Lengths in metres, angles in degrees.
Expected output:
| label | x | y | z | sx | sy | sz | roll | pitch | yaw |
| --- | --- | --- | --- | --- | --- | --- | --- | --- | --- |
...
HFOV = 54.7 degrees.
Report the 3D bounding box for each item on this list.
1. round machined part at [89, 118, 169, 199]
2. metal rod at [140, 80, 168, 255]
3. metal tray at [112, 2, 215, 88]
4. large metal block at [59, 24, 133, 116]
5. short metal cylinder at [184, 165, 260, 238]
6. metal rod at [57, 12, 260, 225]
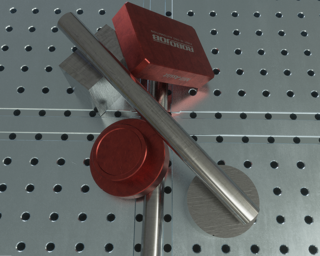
| label | x | y | z | sx | sy | sz | roll | pitch | yaw |
| --- | --- | --- | --- | --- | --- | --- | --- | --- | --- |
| round machined part | -0.041 | 0.033 | 0.373 | 0.098 | 0.042 | 0.098 | -6 | 69 | 16 |
| metal rod | -0.004 | 0.015 | 0.406 | 0.025 | 0.025 | 0.299 | 2 | 70 | 0 |
| metal tray | 0.008 | -0.104 | 0.405 | 0.131 | 0.030 | 0.090 | 1 | 62 | -45 |
| large metal block | -0.075 | -0.073 | 0.409 | 0.050 | 0.080 | 0.080 | 40 | 75 | 13 |
| short metal cylinder | 0.070 | 0.088 | 0.367 | 0.081 | 0.050 | 0.080 | 0 | 70 | 0 |
| metal rod | -0.007 | -0.016 | 0.342 | 0.025 | 0.025 | 0.300 | -42 | 83 | -14 |
